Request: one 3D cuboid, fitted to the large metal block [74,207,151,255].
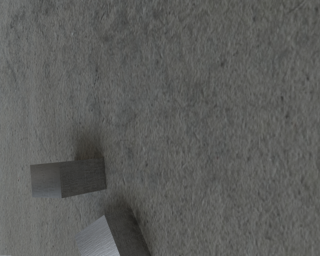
[{"bbox_3d":[-0.068,0.171,0.442,0.080,0.050,0.080,-40,66,32],"label":"large metal block"}]

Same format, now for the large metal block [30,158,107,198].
[{"bbox_3d":[-0.143,0.077,0.484,0.080,0.081,0.050,-9,84,39],"label":"large metal block"}]
